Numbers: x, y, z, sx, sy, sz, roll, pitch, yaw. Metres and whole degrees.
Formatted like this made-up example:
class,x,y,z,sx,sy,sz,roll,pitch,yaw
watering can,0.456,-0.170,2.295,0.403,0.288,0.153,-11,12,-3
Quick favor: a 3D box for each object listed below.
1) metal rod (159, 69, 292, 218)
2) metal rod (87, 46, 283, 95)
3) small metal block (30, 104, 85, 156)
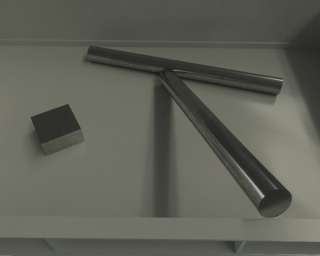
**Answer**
class,x,y,z,sx,sy,sz,roll,pitch,yaw
metal rod,0.045,-0.013,0.342,0.025,0.025,0.300,-11,28,-9
metal rod,0.032,-0.092,0.482,0.301,0.025,0.025,12,51,9
small metal block,-0.133,0.001,0.402,0.050,0.025,0.050,-23,54,-19
